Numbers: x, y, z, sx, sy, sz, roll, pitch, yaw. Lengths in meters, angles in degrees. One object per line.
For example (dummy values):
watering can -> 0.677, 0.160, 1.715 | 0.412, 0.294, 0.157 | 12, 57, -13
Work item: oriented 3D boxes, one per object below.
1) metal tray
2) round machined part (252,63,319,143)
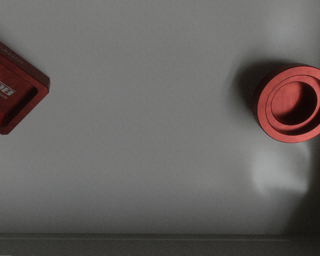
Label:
metal tray -> -0.210, -0.060, 0.363 | 0.090, 0.030, 0.130 | -42, 123, 13
round machined part -> 0.165, -0.033, 0.392 | 0.099, 0.042, 0.097 | 0, 110, -1
